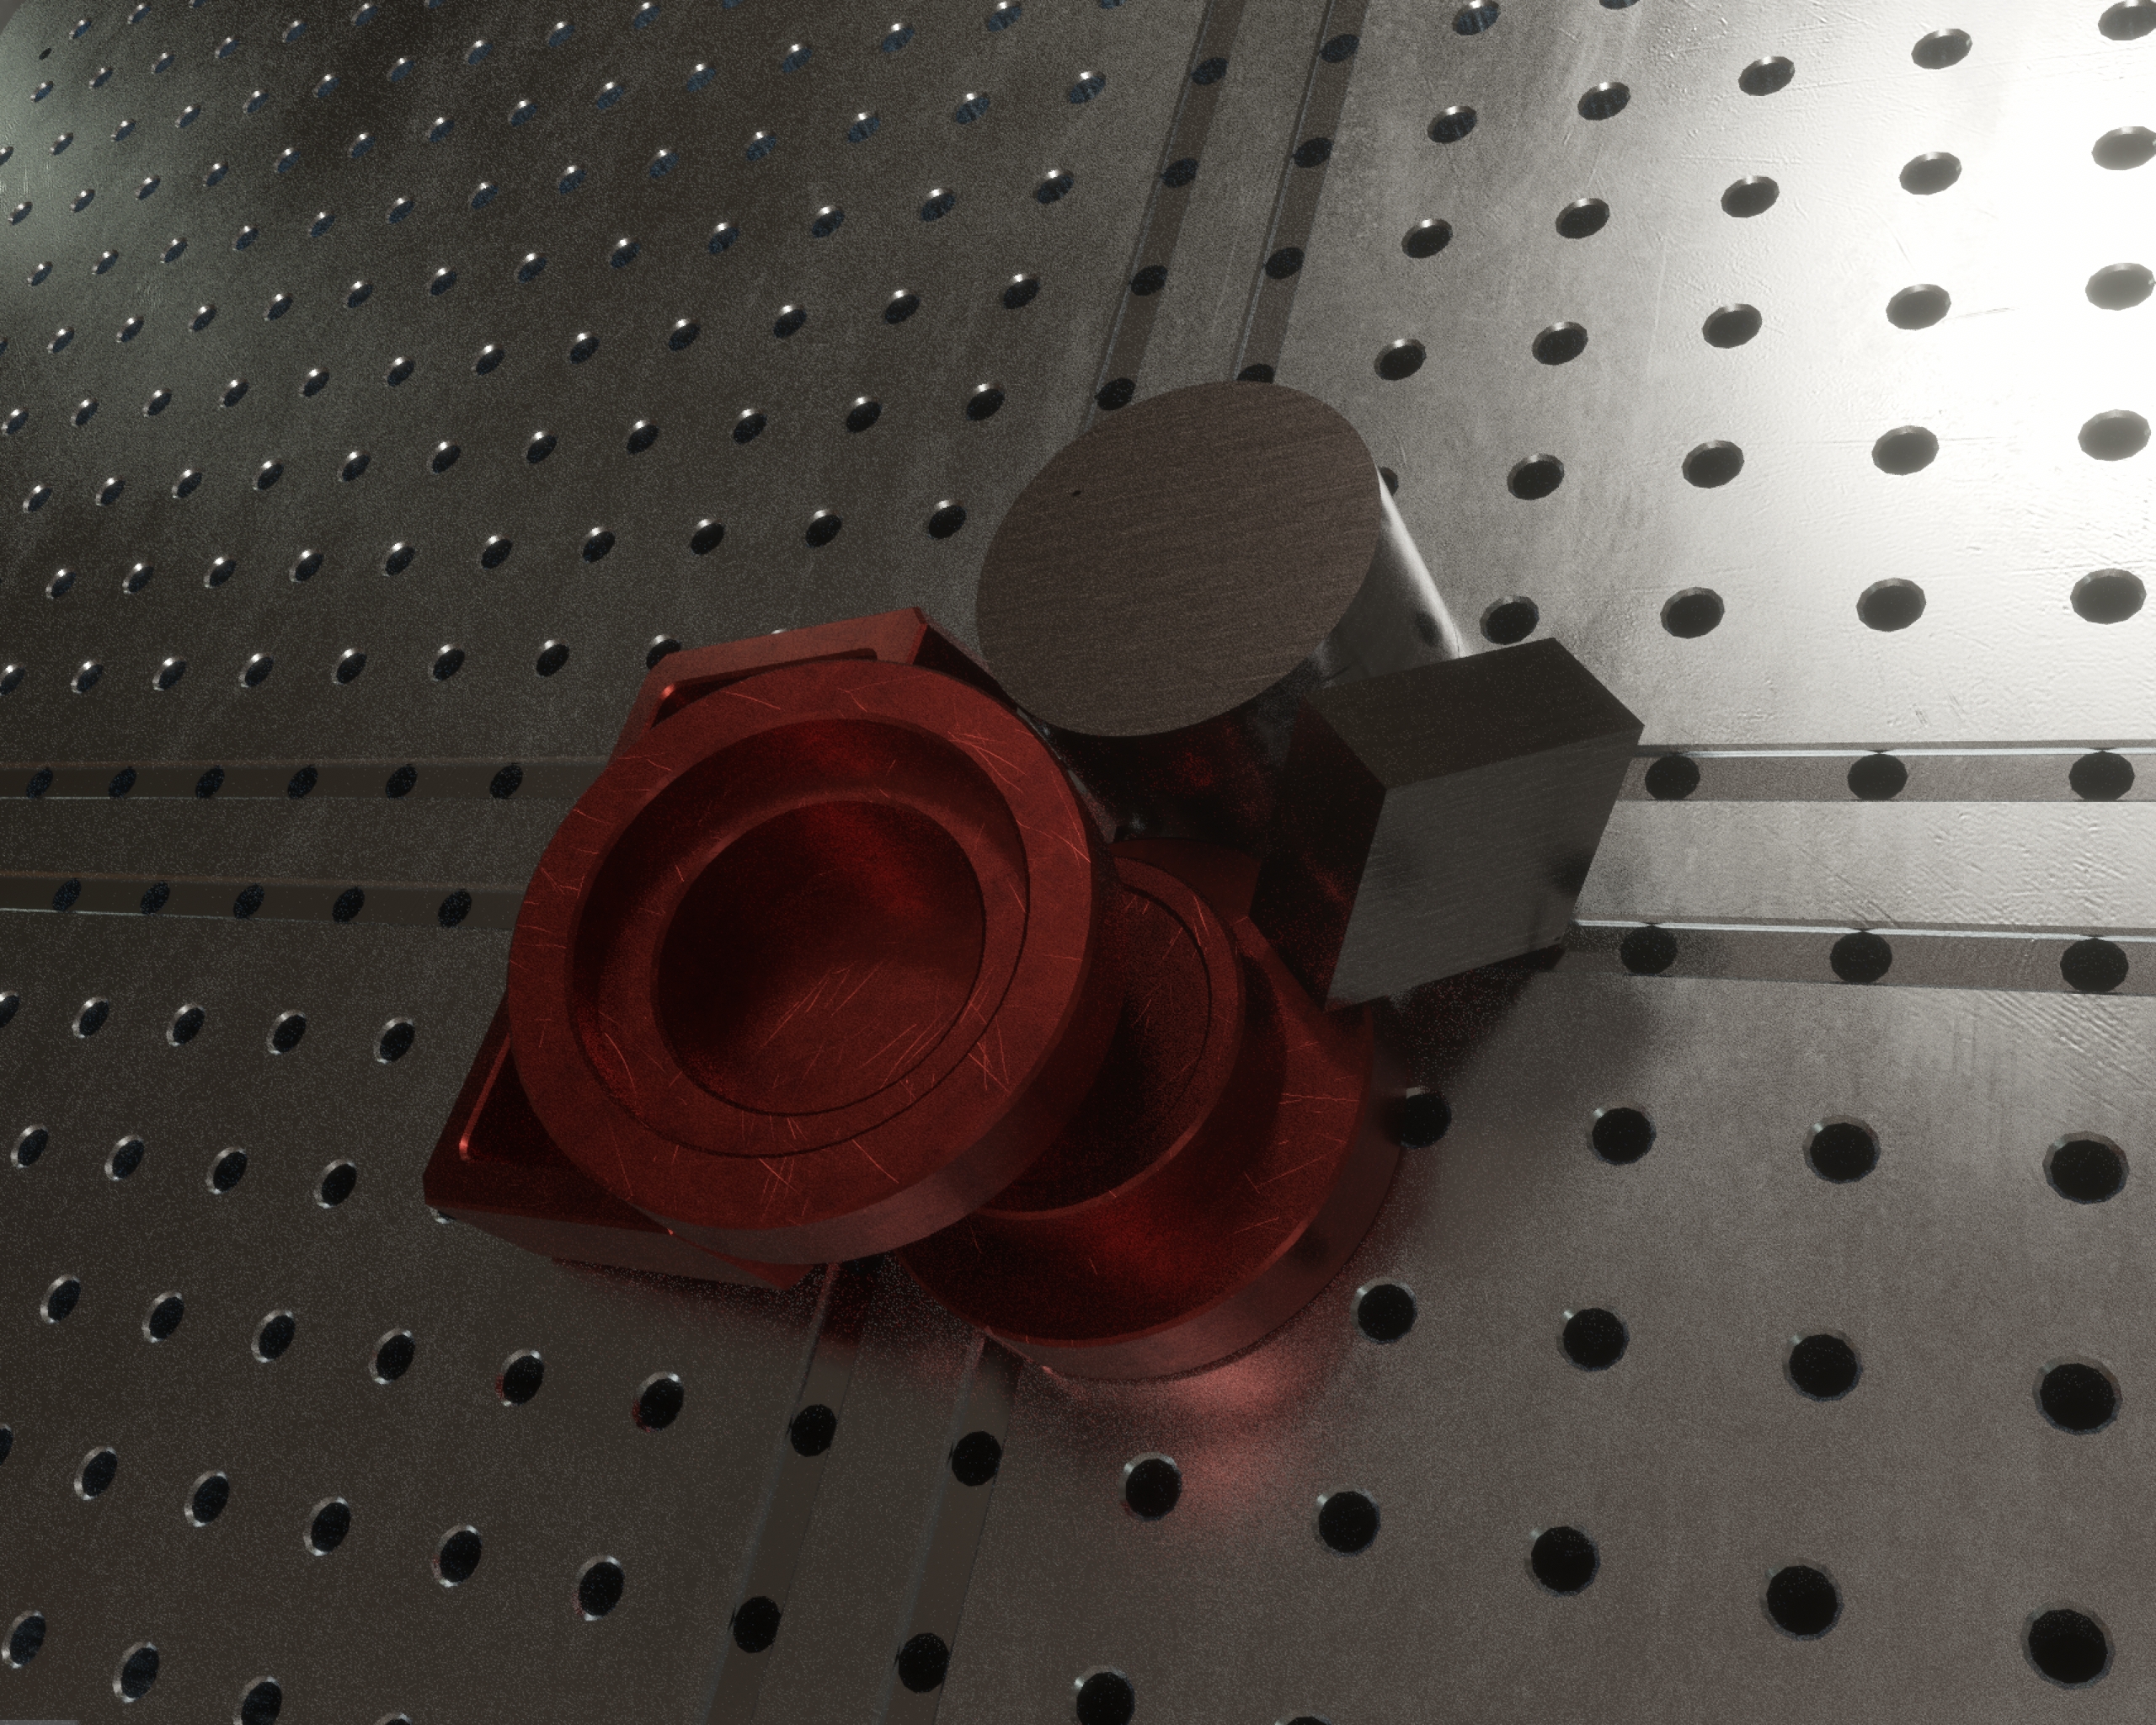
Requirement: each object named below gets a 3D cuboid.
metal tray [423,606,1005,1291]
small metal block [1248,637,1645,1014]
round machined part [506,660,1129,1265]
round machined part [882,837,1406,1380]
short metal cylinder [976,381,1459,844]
[{"bbox_3d":[-0.071,0.015,0.417,0.090,0.030,0.130,-4,59,43],"label":"metal tray"},{"bbox_3d":[0.061,-0.006,0.351,0.050,0.050,0.025,-14,47,-24],"label":"small metal block"},{"bbox_3d":[-0.039,0.019,0.344,0.098,0.042,0.098,-6,62,13],"label":"round machined part"},{"bbox_3d":[0.005,0.038,0.369,0.098,0.042,0.098,-13,56,20],"label":"round machined part"},{"bbox_3d":[0.028,-0.046,0.404,0.080,0.050,0.080,-13,56,20],"label":"short metal cylinder"}]
